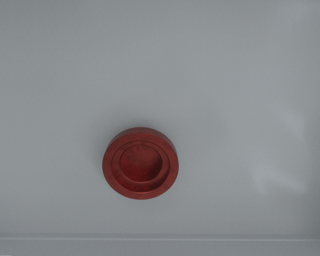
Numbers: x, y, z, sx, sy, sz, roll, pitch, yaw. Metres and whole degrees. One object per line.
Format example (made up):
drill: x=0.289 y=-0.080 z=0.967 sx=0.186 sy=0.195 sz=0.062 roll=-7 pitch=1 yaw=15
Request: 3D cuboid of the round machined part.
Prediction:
round machined part: x=-0.025 y=0.044 z=0.418 sx=0.099 sy=0.042 sz=0.097 roll=0 pitch=110 yaw=-1
